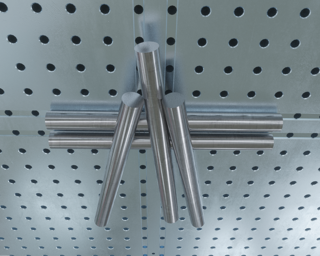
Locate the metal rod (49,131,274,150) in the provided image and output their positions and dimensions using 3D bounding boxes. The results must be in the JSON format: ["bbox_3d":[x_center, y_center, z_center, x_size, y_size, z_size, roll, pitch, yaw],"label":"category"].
[{"bbox_3d":[0.003,0.018,0.427,0.302,0.025,0.025,1,130,-1],"label":"metal rod"}]

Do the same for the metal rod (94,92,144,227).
[{"bbox_3d":[-0.066,0.067,0.443,0.025,0.025,0.298,11,136,-10],"label":"metal rod"}]

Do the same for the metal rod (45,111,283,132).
[{"bbox_3d":[0.006,-0.009,0.405,0.302,0.025,0.025,1,130,-1],"label":"metal rod"}]

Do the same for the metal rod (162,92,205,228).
[{"bbox_3d":[0.041,0.068,0.446,0.025,0.025,0.299,-8,137,6],"label":"metal rod"}]

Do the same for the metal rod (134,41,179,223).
[{"bbox_3d":[0.002,0.031,0.406,0.025,0.025,0.298,-5,130,4],"label":"metal rod"}]
